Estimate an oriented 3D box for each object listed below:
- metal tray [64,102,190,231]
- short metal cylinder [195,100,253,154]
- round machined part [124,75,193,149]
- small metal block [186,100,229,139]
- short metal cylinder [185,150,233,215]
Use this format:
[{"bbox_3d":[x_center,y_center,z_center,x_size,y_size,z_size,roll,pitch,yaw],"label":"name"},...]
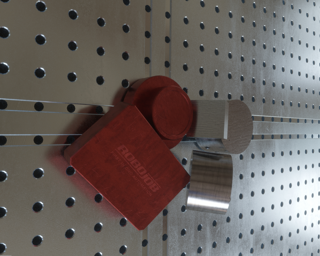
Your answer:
[{"bbox_3d":[-0.033,0.045,0.359,0.090,0.030,0.130,-44,118,-14],"label":"metal tray"},{"bbox_3d":[0.096,-0.002,0.470,0.081,0.050,0.079,0,90,-40],"label":"short metal cylinder"},{"bbox_3d":[0.004,-0.019,0.396,0.099,0.042,0.097,0,90,-40],"label":"round machined part"},{"bbox_3d":[0.065,-0.011,0.419,0.025,0.050,0.050,13,80,-68],"label":"small metal block"},{"bbox_3d":[0.064,0.072,0.415,0.050,0.080,0.080,7,84,4],"label":"short metal cylinder"}]
